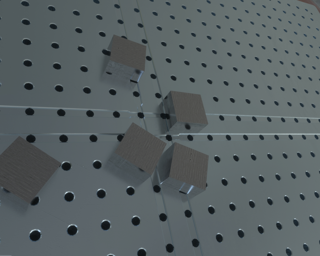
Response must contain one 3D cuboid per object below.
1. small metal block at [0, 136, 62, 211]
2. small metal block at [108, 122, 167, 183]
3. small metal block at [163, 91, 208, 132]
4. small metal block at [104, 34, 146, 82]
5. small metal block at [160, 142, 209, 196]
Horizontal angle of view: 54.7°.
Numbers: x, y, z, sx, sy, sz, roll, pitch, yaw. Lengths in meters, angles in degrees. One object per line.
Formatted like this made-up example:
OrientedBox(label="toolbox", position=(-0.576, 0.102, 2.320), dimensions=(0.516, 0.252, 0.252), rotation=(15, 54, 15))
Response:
OrientedBox(label="small metal block", position=(-0.136, 0.045, 0.308), dimensions=(0.050, 0.025, 0.050), rotation=(35, 51, -6))
OrientedBox(label="small metal block", position=(-0.027, 0.029, 0.377), dimensions=(0.050, 0.025, 0.050), rotation=(33, 51, -7))
OrientedBox(label="small metal block", position=(0.036, -0.023, 0.444), dimensions=(0.050, 0.025, 0.050), rotation=(4, 60, -27))
OrientedBox(label="small metal block", position=(-0.049, -0.100, 0.444), dimensions=(0.050, 0.025, 0.050), rotation=(15, 56, -20))
OrientedBox(label="small metal block", position=(0.032, 0.053, 0.395), dimensions=(0.050, 0.025, 0.050), rotation=(23, 53, -15))
